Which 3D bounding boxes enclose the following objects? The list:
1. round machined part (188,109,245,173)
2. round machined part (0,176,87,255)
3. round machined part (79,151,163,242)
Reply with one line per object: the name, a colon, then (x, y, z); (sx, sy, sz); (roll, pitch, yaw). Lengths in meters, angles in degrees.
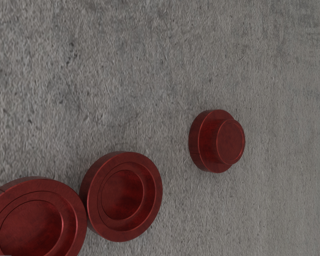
round machined part: (0.092, 0.020, 0.471); (0.099, 0.042, 0.097); (0, 90, -40)
round machined part: (-0.123, 0.094, 0.291); (0.099, 0.042, 0.097); (0, 90, -40)
round machined part: (-0.048, 0.075, 0.354); (0.099, 0.042, 0.097); (0, 90, -40)
